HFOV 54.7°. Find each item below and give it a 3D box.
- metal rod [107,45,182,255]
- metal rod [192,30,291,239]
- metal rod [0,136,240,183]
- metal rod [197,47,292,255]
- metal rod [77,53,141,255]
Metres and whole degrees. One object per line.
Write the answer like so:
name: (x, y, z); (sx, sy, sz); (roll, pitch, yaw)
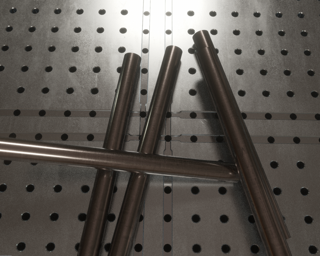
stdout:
metal rod: (-0.015, 0.023, 0.403); (0.025, 0.025, 0.299); (13, 70, 4)
metal rod: (0.101, -0.003, 0.414); (0.025, 0.025, 0.299); (-15, 71, -6)
metal rod: (-0.049, 0.038, 0.362); (0.302, 0.025, 0.025); (8, 70, -12)
metal rod: (0.101, 0.032, 0.377); (0.025, 0.025, 0.299); (-14, 71, -5)
metal rod: (-0.063, 0.037, 0.397); (0.025, 0.025, 0.299); (9, 70, 3)
